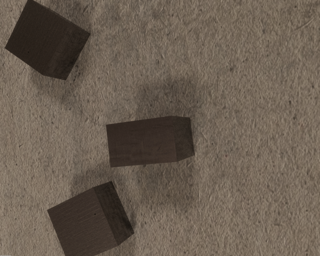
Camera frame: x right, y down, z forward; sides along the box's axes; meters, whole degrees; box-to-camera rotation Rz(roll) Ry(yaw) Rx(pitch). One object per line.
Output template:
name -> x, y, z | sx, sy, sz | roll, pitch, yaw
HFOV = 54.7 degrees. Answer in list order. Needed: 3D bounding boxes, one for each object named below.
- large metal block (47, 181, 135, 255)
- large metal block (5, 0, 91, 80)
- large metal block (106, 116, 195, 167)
large metal block -> -0.095, 0.130, 0.428 | 0.080, 0.050, 0.080 | -28, 81, 17
large metal block -> -0.163, -0.127, 0.452 | 0.080, 0.050, 0.080 | 34, 101, 16
large metal block -> -0.009, 0.016, 0.382 | 0.080, 0.080, 0.050 | -7, 88, 19
